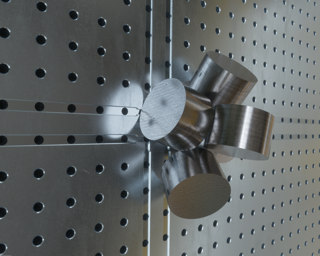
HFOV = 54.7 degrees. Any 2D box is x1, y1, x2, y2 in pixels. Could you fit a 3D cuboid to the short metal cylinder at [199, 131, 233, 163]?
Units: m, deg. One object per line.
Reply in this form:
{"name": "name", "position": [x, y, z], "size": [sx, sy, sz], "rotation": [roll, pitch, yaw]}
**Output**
{"name": "short metal cylinder", "position": [0.074, 0.010, 0.453], "size": [0.081, 0.050, 0.080], "rotation": [1, 88, -39]}

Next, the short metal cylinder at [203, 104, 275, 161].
{"name": "short metal cylinder", "position": [0.099, 0.007, 0.390], "size": [0.080, 0.080, 0.050], "rotation": [22, 76, -38]}

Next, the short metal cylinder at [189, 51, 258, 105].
{"name": "short metal cylinder", "position": [0.089, -0.066, 0.438], "size": [0.081, 0.080, 0.050], "rotation": [3, 128, -40]}

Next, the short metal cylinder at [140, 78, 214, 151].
{"name": "short metal cylinder", "position": [0.020, -0.016, 0.389], "size": [0.050, 0.080, 0.080], "rotation": [24, 75, -38]}

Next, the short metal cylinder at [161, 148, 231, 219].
{"name": "short metal cylinder", "position": [0.045, 0.072, 0.403], "size": [0.081, 0.050, 0.079], "rotation": [-6, 125, -8]}
